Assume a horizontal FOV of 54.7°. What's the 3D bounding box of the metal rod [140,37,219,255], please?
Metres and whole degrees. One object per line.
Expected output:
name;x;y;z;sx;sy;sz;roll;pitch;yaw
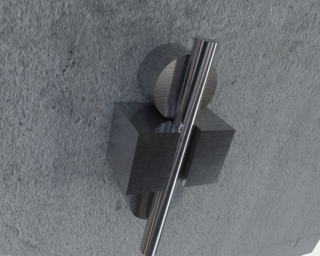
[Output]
metal rod;0.016;0.041;0.377;0.025;0.025;0.298;-1;119;-28

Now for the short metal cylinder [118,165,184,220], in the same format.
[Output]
short metal cylinder;-0.013;0.081;0.436;0.081;0.050;0.079;-14;124;-21

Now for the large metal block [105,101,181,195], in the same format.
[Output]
large metal block;-0.024;0.021;0.372;0.050;0.080;0.079;-1;119;-28

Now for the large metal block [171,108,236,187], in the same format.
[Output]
large metal block;0.044;0.019;0.408;0.050;0.080;0.079;-1;119;-28

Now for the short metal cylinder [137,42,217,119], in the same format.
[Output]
short metal cylinder;0.020;-0.056;0.368;0.081;0.050;0.079;-14;124;-21
